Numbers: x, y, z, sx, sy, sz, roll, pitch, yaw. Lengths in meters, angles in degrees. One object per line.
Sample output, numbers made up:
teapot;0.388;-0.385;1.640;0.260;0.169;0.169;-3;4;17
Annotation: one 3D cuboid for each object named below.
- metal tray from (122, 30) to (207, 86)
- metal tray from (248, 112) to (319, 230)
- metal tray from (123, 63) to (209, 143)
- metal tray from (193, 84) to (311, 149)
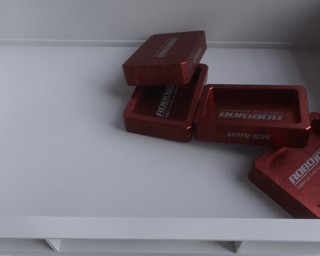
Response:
metal tray;0.012;-0.106;0.458;0.090;0.030;0.130;2;35;21
metal tray;0.182;0.044;0.367;0.131;0.030;0.090;-33;58;-25
metal tray;0.012;-0.045;0.436;0.090;0.030;0.130;11;51;11
metal tray;0.115;-0.019;0.394;0.130;0.030;0.090;4;40;17
